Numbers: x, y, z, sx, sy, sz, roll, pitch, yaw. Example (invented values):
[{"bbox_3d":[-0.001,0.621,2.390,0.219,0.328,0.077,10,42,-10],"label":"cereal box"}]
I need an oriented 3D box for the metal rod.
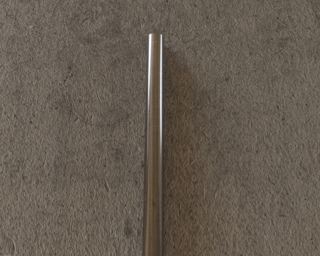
[{"bbox_3d":[-0.007,0.008,0.406,0.025,0.025,0.299,0,70,0],"label":"metal rod"}]
